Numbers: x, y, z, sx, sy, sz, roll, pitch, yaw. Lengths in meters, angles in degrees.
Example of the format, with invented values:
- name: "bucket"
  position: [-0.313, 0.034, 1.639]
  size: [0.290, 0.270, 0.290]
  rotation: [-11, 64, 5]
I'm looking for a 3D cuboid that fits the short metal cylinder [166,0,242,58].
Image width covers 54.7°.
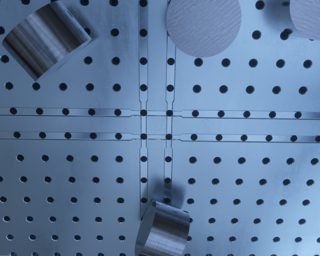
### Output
- name: "short metal cylinder"
  position: [0.047, -0.124, 0.355]
  size: [0.081, 0.050, 0.079]
  rotation: [0, 110, 0]

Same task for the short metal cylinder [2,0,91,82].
- name: "short metal cylinder"
  position: [-0.125, -0.096, 0.347]
  size: [0.080, 0.080, 0.050]
  rotation: [-35, 107, 12]

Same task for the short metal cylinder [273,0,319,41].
- name: "short metal cylinder"
  position: [0.177, -0.142, 0.349]
  size: [0.081, 0.050, 0.079]
  rotation: [0, 110, 0]

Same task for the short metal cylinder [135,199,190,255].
- name: "short metal cylinder"
  position: [0.002, 0.148, 0.439]
  size: [0.050, 0.080, 0.079]
  rotation: [22, 109, -8]
